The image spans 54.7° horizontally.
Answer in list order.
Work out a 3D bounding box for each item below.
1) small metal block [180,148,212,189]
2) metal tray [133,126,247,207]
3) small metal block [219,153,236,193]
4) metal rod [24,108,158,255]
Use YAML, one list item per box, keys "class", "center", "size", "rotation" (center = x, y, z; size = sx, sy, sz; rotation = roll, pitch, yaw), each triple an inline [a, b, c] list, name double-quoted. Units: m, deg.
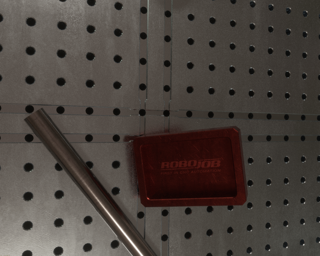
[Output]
- class: "small metal block"
  center: [0.050, 0.058, 0.417]
  size: [0.025, 0.050, 0.050]
  rotation: [-28, 102, -61]
- class: "metal tray"
  center: [0.036, 0.049, 0.384]
  size: [0.130, 0.030, 0.089]
  rotation: [-6, 93, 19]
- class: "small metal block"
  center: [0.090, 0.064, 0.434]
  size: [0.025, 0.050, 0.050]
  rotation: [-17, 96, -21]
- class: "metal rod"
  center: [-0.064, 0.104, 0.389]
  size: [0.025, 0.025, 0.299]
  rotation: [-38, 103, -16]
